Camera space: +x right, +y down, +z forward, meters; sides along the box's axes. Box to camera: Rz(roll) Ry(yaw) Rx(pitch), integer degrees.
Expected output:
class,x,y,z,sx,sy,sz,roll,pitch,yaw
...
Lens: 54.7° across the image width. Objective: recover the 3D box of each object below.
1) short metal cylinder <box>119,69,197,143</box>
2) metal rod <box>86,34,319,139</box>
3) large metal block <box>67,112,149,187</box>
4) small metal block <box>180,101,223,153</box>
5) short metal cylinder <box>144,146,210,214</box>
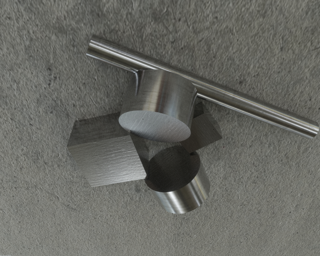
class,x,y,z,sx,sy,sz,roll,pitch,yaw
short metal cylinder,-0.001,-0.022,0.351,0.080,0.050,0.080,10,156,5
metal rod,0.063,-0.043,0.370,0.302,0.025,0.025,18,128,-15
large metal block,-0.065,0.029,0.415,0.080,0.050,0.080,-11,130,9
small metal block,0.047,0.000,0.408,0.050,0.025,0.050,-27,125,21
short metal cylinder,0.024,0.071,0.432,0.080,0.080,0.050,-16,128,13
